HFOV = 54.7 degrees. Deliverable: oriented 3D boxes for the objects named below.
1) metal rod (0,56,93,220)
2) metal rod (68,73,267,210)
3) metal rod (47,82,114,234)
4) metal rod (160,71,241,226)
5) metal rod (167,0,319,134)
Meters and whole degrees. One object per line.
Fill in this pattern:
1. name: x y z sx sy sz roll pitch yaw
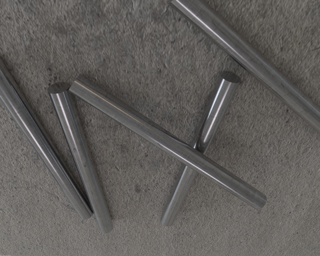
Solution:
1. metal rod: -0.157 0.035 0.434 0.025 0.025 0.299 -10 130 8
2. metal rod: 0.021 0.026 0.401 0.301 0.025 0.025 33 123 -16
3. metal rod: -0.108 0.066 0.461 0.025 0.025 0.298 -4 130 3
4. metal rod: 0.047 0.052 0.451 0.025 0.025 0.298 10 130 -9
5. metal rod: 0.131 -0.057 0.359 0.301 0.025 0.025 32 123 -25
